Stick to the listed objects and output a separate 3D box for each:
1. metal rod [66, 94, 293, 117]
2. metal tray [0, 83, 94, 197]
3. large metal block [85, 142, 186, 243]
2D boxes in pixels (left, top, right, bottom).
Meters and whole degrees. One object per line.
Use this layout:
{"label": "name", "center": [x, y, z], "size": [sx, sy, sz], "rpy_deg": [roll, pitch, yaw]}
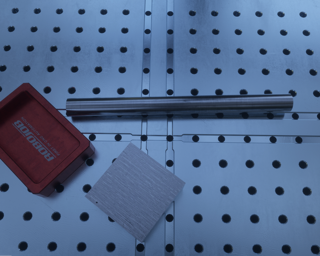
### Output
{"label": "metal rod", "center": [0.027, -0.031, 0.423], "size": [0.302, 0.025, 0.025], "rpy_deg": [-1, 70, -1]}
{"label": "metal tray", "center": [-0.162, 0.013, 0.402], "size": [0.130, 0.030, 0.090], "rpy_deg": [41, 75, 13]}
{"label": "large metal block", "center": [-0.027, 0.077, 0.370], "size": [0.080, 0.050, 0.080], "rpy_deg": [36, 74, 12]}
